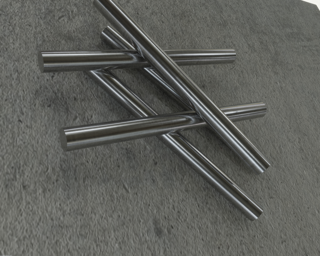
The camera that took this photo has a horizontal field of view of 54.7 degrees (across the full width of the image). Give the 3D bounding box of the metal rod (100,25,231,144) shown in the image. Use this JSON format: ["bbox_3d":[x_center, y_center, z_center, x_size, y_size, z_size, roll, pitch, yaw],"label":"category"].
[{"bbox_3d":[0.036,-0.043,0.452,0.300,0.025,0.025,40,51,-1],"label":"metal rod"}]

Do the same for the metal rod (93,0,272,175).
[{"bbox_3d":[0.025,-0.059,0.393,0.300,0.025,0.025,47,51,4],"label":"metal rod"}]

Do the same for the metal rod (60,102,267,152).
[{"bbox_3d":[0.028,-0.008,0.395,0.303,0.025,0.025,-9,67,-32],"label":"metal rod"}]

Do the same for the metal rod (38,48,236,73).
[{"bbox_3d":[-0.009,-0.097,0.429,0.303,0.025,0.025,-10,67,-33],"label":"metal rod"}]

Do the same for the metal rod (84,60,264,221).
[{"bbox_3d":[0.015,0.012,0.406,0.300,0.025,0.025,42,51,0],"label":"metal rod"}]
